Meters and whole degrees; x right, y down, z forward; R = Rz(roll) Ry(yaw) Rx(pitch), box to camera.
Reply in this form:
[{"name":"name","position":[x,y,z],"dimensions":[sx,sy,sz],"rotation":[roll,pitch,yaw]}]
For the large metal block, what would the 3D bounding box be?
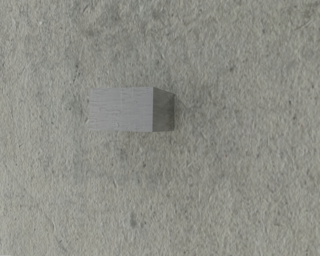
[{"name":"large metal block","position":[-0.032,-0.022,0.390],"dimensions":[0.080,0.080,0.050],"rotation":[1,91,19]}]
